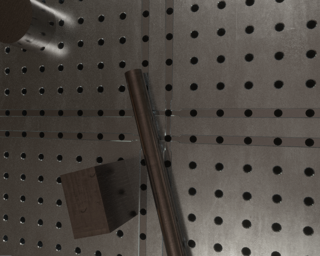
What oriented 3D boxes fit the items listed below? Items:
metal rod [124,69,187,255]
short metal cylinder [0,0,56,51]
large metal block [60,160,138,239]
[{"bbox_3d":[-0.002,0.068,0.412,0.025,0.025,0.298,-15,85,19],"label":"metal rod"},{"bbox_3d":[-0.208,-0.162,0.471,0.080,0.050,0.079,0,90,19],"label":"short metal cylinder"},{"bbox_3d":[-0.077,0.090,0.409,0.050,0.080,0.080,-16,85,19],"label":"large metal block"}]
